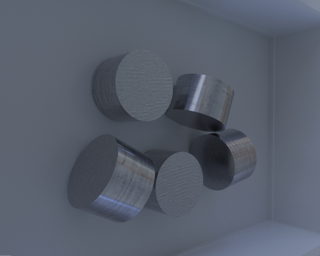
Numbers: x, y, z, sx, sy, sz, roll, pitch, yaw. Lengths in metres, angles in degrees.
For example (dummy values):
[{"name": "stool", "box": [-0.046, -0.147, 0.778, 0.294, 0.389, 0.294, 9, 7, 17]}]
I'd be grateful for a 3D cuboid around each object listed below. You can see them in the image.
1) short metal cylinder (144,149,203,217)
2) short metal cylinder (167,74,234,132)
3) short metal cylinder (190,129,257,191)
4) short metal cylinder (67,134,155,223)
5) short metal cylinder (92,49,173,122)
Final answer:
[{"name": "short metal cylinder", "box": [0.010, 0.069, 0.398, 0.081, 0.050, 0.079, 0, 90, -40]}, {"name": "short metal cylinder", "box": [0.055, -0.032, 0.418, 0.080, 0.080, 0.050, 27, 73, -37]}, {"name": "short metal cylinder", "box": [0.090, 0.044, 0.447, 0.050, 0.080, 0.079, -12, 98, -40]}, {"name": "short metal cylinder", "box": [-0.052, 0.053, 0.326, 0.050, 0.080, 0.080, 34, 69, -35]}, {"name": "short metal cylinder", "box": [-0.031, -0.047, 0.363, 0.081, 0.050, 0.079, 0, 90, -40]}]
